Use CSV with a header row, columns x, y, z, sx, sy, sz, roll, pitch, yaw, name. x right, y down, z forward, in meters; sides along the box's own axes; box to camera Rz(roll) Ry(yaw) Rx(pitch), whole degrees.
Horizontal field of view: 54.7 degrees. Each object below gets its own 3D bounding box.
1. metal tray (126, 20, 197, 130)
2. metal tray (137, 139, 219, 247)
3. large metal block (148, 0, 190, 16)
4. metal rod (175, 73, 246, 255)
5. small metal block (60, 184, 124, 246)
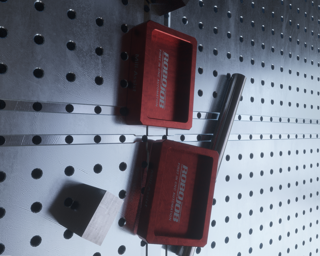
x,y,z,sx,sy,sz,roll,pitch,yaw,name
0.005,-0.065,0.411,0.091,0.030,0.129,6,86,-40,metal tray
0.026,0.087,0.413,0.091,0.030,0.129,14,79,-25,metal tray
0.011,-0.210,0.404,0.080,0.050,0.080,46,62,-31,large metal block
0.084,0.049,0.482,0.025,0.025,0.299,33,70,-36,metal rod
-0.073,0.091,0.333,0.025,0.050,0.050,42,65,-33,small metal block
